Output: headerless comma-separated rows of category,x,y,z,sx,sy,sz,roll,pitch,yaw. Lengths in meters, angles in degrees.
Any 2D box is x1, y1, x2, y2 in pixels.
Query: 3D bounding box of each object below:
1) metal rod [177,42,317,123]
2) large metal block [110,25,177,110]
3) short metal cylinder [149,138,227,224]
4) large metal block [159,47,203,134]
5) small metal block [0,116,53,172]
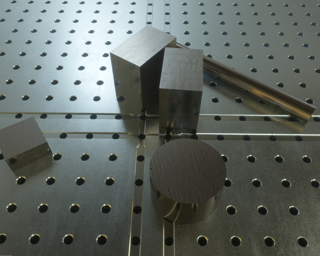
metal rod,0.091,-0.090,0.484,0.300,0.025,0.025,32,57,23
large metal block,-0.021,-0.087,0.444,0.050,0.080,0.080,30,56,22
short metal cylinder,0.029,0.058,0.343,0.081,0.050,0.080,0,50,0
large metal block,0.028,-0.049,0.414,0.050,0.080,0.080,5,50,3
small metal block,-0.172,0.019,0.389,0.050,0.025,0.050,-26,55,-21
